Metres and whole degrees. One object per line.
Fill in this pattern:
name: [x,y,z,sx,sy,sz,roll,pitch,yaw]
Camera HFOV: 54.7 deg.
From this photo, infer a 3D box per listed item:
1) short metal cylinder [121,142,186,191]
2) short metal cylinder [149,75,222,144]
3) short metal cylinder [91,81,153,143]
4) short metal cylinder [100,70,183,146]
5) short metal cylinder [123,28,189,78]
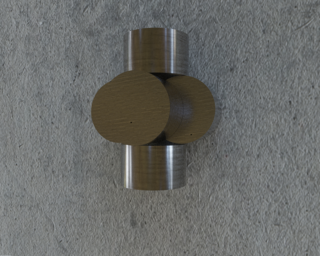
short metal cylinder: [-0.008,0.044,0.383,0.080,0.080,0.050,0,90,19]
short metal cylinder: [0.033,-0.022,0.385,0.080,0.050,0.079,0,90,19]
short metal cylinder: [-0.043,-0.021,0.411,0.080,0.050,0.079,0,90,19]
short metal cylinder: [-0.019,-0.021,0.349,0.080,0.050,0.079,0,90,19]
short metal cylinder: [-0.005,-0.086,0.382,0.080,0.080,0.050,0,90,19]
